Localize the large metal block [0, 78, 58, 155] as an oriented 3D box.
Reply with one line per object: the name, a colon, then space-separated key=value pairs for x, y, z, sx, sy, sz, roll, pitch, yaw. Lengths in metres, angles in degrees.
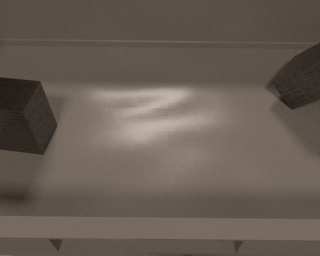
large metal block: x=-0.183 y=-0.015 z=0.379 sx=0.080 sy=0.080 sz=0.050 roll=6 pitch=51 yaw=5

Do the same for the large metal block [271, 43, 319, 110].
large metal block: x=0.218 y=-0.079 z=0.429 sx=0.050 sy=0.080 sz=0.080 roll=50 pitch=60 yaw=-6
